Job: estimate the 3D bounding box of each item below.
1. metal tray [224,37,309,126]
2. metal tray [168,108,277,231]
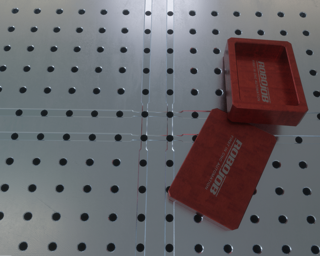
[{"bbox_3d":[0.136,-0.066,0.416,0.091,0.030,0.130,4,55,1],"label":"metal tray"},{"bbox_3d":[0.078,0.050,0.391,0.090,0.030,0.130,27,72,9],"label":"metal tray"}]
